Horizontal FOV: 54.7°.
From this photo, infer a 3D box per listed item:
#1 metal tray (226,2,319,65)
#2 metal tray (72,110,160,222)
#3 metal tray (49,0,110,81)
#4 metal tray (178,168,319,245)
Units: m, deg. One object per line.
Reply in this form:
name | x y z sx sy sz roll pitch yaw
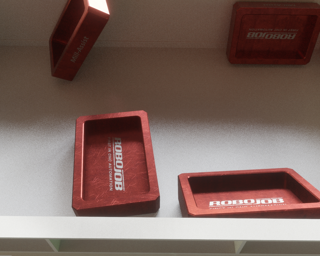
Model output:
metal tray | 0.176 -0.147 0.485 0.131 0.089 0.030 1 39 0
metal tray | -0.053 0.039 0.367 0.091 0.030 0.130 -6 50 -6
metal tray | -0.124 -0.144 0.455 0.030 0.129 0.090 12 46 -37
metal tray | 0.087 0.074 0.310 0.131 0.030 0.090 -3 15 -3
